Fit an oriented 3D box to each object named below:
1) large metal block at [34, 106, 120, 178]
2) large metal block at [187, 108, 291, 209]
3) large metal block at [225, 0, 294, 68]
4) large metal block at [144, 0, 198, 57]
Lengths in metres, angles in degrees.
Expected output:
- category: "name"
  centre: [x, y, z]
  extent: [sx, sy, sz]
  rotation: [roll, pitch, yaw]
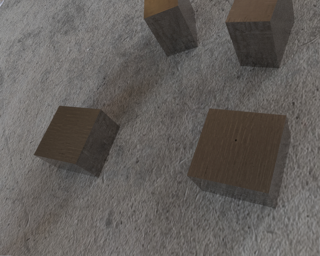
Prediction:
- category: "large metal block"
  centre: [-0.116, 0.018, 0.438]
  extent: [0.080, 0.050, 0.080]
  rotation: [7, 65, 31]
- category: "large metal block"
  centre: [0.085, 0.030, 0.325]
  extent: [0.080, 0.050, 0.080]
  rotation: [8, 66, 31]
- category: "large metal block"
  centre: [0.127, -0.132, 0.383]
  extent: [0.050, 0.080, 0.080]
  rotation: [11, 67, 33]
- category: "large metal block"
  centre: [0.017, -0.169, 0.463]
  extent: [0.050, 0.080, 0.080]
  rotation: [-14, 56, 21]
